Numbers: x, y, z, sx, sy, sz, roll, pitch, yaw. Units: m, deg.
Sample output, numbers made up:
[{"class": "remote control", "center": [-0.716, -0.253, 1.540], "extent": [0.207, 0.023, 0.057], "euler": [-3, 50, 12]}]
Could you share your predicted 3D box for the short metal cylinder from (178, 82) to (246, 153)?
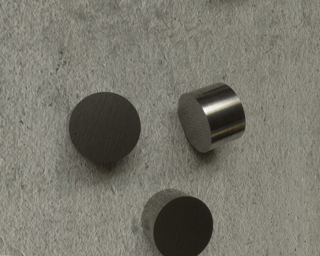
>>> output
[{"class": "short metal cylinder", "center": [0.065, -0.014, 0.404], "extent": [0.050, 0.080, 0.080], "euler": [-20, 97, -19]}]

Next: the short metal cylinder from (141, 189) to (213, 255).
[{"class": "short metal cylinder", "center": [0.021, 0.124, 0.404], "extent": [0.081, 0.050, 0.080], "euler": [0, 90, -20]}]

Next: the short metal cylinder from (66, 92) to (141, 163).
[{"class": "short metal cylinder", "center": [-0.069, -0.001, 0.370], "extent": [0.081, 0.050, 0.080], "euler": [0, 90, -20]}]
